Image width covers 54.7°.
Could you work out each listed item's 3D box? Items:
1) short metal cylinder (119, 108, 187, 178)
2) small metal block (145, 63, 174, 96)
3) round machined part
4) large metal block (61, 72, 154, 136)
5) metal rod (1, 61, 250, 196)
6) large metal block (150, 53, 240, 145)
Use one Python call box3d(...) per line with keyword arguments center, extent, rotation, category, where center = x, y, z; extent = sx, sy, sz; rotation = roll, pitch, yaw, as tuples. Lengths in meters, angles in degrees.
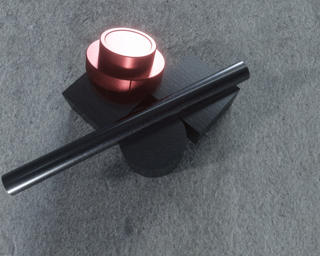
box3d(center=(-0.009, 0.018, 0.389), extent=(0.081, 0.050, 0.080), rotation=(0, 70, 0), category="short metal cylinder")
box3d(center=(-0.010, -0.070, 0.434), extent=(0.050, 0.025, 0.050), rotation=(41, 75, 13), category="small metal block")
box3d(center=(-0.041, -0.089, 0.385), extent=(0.099, 0.042, 0.098), rotation=(8, 43, -8), category="round machined part")
box3d(center=(-0.065, -0.037, 0.408), extent=(0.080, 0.050, 0.080), rotation=(40, 75, 13), category="large metal block")
box3d(center=(-0.030, -0.005, 0.357), extent=(0.302, 0.025, 0.025), rotation=(-27, 73, -10), category="metal rod")
box3d(center=(0.044, -0.038, 0.411), extent=(0.080, 0.050, 0.080), rotation=(40, 74, 13), category="large metal block")
